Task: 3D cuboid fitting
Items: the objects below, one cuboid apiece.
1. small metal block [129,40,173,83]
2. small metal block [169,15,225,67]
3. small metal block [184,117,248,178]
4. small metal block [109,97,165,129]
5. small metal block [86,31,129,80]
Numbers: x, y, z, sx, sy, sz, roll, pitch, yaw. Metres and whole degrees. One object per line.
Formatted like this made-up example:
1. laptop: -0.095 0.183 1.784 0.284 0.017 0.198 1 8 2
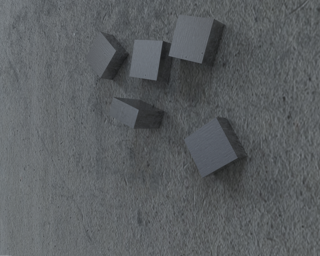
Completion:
1. small metal block: -0.011 -0.090 0.414 0.050 0.025 0.050 15 100 39
2. small metal block: 0.043 -0.104 0.370 0.050 0.025 0.050 23 105 37
3. small metal block: 0.063 0.022 0.353 0.050 0.025 0.050 -38 67 33
4. small metal block: -0.031 -0.020 0.414 0.050 0.050 0.025 27 107 36
5. small metal block: -0.081 -0.110 0.472 0.050 0.025 0.050 52 120 27
